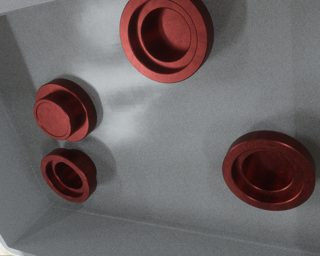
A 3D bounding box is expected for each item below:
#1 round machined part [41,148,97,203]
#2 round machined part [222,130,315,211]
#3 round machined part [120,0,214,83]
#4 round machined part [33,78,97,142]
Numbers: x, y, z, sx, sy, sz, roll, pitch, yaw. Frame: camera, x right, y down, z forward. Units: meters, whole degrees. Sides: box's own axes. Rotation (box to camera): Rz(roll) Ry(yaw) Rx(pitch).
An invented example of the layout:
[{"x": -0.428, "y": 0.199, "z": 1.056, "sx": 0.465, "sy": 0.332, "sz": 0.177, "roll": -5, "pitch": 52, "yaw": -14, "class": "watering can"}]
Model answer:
[{"x": -0.147, "y": 0.074, "z": 0.521, "sx": 0.098, "sy": 0.042, "sz": 0.097, "roll": 13, "pitch": 124, "yaw": 21, "class": "round machined part"}, {"x": 0.126, "y": 0.045, "z": 0.359, "sx": 0.098, "sy": 0.042, "sz": 0.097, "roll": 13, "pitch": 124, "yaw": 21, "class": "round machined part"}, {"x": 0.010, "y": -0.101, "z": 0.330, "sx": 0.098, "sy": 0.042, "sz": 0.097, "roll": 13, "pitch": 124, "yaw": 21, "class": "round machined part"}, {"x": -0.148, "y": -0.021, "z": 0.463, "sx": 0.098, "sy": 0.042, "sz": 0.097, "roll": 13, "pitch": 124, "yaw": 21, "class": "round machined part"}]
